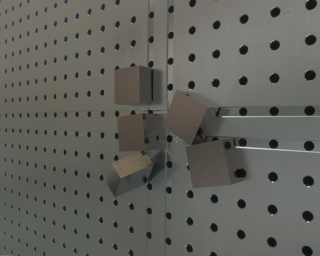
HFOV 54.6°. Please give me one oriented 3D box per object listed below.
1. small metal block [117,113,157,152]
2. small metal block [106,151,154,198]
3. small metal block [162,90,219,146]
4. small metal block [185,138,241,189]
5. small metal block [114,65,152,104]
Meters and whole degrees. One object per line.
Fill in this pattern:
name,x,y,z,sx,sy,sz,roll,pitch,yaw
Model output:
small metal block,-0.033,0.007,0.438,0.050,0.025,0.050,-7,86,40
small metal block,-0.041,0.062,0.418,0.025,0.050,0.050,52,144,27
small metal block,0.036,-0.013,0.380,0.050,0.025,0.050,34,111,35
small metal block,0.061,0.041,0.360,0.050,0.025,0.050,-15,80,39
small metal block,-0.039,-0.059,0.443,0.050,0.025,0.050,-1,90,40
